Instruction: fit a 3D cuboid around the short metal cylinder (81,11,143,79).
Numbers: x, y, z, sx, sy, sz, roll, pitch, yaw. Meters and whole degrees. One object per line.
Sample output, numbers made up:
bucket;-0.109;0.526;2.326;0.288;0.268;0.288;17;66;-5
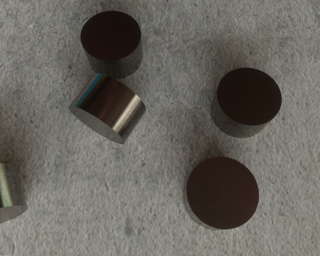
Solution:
short metal cylinder;-0.066;-0.116;0.436;0.081;0.050;0.080;0;70;0

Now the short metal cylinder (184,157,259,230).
short metal cylinder;0.070;0.079;0.367;0.081;0.050;0.080;0;70;0

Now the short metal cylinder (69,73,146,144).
short metal cylinder;-0.065;-0.023;0.387;0.080;0.080;0.050;29;73;10

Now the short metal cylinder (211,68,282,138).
short metal cylinder;0.111;-0.032;0.408;0.081;0.050;0.080;0;70;0

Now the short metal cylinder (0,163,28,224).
short metal cylinder;-0.198;0.079;0.348;0.080;0.080;0.050;-21;72;-8
